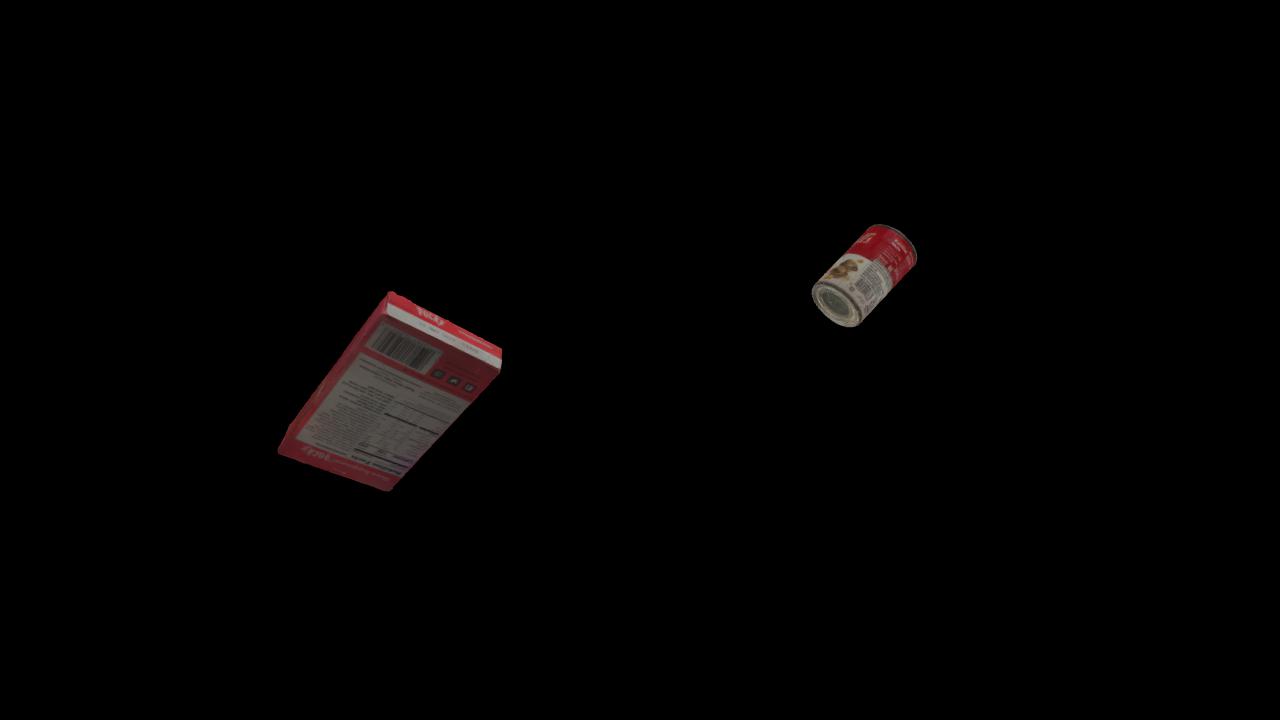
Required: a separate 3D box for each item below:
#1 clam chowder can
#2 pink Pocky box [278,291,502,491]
[{"bbox_3d":[0.251,-0.094,0.691,0.102,0.068,0.068,-45,12,-12],"label":"clam chowder can"},{"bbox_3d":[-0.173,0.028,0.423,0.084,0.029,0.155,31,-60,-30],"label":"pink Pocky box"}]
